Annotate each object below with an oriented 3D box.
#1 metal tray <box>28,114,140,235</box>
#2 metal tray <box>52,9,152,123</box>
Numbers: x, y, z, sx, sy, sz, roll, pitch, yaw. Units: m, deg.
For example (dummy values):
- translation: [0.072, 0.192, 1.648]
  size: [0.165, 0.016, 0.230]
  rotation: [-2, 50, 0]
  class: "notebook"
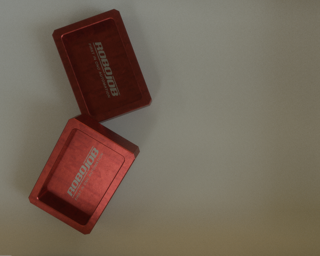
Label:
- translation: [-0.096, 0.059, 0.390]
  size: [0.090, 0.030, 0.129]
  rotation: [31, 105, -1]
  class: "metal tray"
- translation: [-0.074, -0.077, 0.407]
  size: [0.090, 0.030, 0.129]
  rotation: [-20, 90, -1]
  class: "metal tray"
